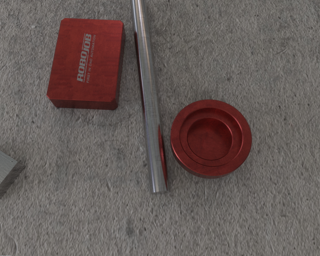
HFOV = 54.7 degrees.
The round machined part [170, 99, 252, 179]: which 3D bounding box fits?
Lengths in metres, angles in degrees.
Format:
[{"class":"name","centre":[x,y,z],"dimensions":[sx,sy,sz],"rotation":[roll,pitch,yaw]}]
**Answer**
[{"class":"round machined part","centre":[0.062,0.016,0.394],"dimensions":[0.099,0.042,0.098],"rotation":[0,70,0]}]

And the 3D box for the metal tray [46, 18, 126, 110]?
[{"class":"metal tray","centre":[-0.101,-0.092,0.438],"dimensions":[0.091,0.030,0.130],"rotation":[3,70,1]}]

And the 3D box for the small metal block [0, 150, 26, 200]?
[{"class":"small metal block","centre":[-0.208,0.053,0.387],"dimensions":[0.050,0.025,0.050],"rotation":[30,73,10]}]

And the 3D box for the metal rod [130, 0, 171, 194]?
[{"class":"metal rod","centre":[-0.017,-0.060,0.430],"dimensions":[0.025,0.025,0.299],"rotation":[-6,70,-2]}]
